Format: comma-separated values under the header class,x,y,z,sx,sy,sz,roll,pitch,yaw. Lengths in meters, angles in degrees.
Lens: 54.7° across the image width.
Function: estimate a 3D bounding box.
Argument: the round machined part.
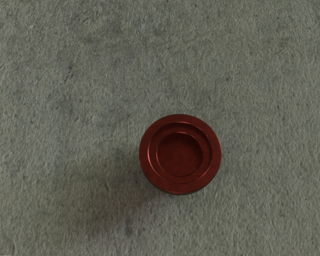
class,x,y,z,sx,sy,sz,roll,pitch,yaw
round machined part,0.024,0.035,0.387,0.099,0.042,0.098,0,70,-1
